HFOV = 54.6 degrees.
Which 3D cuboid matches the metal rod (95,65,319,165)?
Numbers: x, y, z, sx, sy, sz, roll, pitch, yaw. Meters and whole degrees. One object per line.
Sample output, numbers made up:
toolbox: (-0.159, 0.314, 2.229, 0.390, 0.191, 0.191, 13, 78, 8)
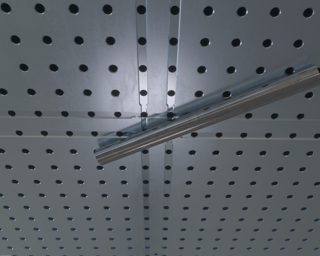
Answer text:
metal rod: (0.049, -0.010, 0.402, 0.300, 0.025, 0.025, -21, 127, 17)
